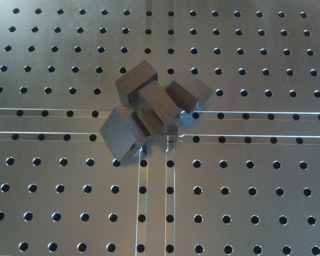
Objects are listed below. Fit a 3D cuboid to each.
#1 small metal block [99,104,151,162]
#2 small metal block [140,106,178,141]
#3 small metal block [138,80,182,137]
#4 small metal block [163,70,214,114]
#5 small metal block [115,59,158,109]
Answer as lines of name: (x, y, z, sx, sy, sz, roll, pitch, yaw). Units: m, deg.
small metal block: (-0.045, 0.007, 0.393, 0.025, 0.050, 0.050, -17, 66, -46)
small metal block: (-0.002, -0.010, 0.415, 0.050, 0.025, 0.050, 1, 70, -1)
small metal block: (-0.001, -0.023, 0.380, 0.025, 0.050, 0.050, -34, 74, -12)
small metal block: (0.037, -0.050, 0.416, 0.050, 0.025, 0.050, 41, 35, 13)
small metal block: (-0.030, -0.057, 0.419, 0.050, 0.050, 0.025, -39, 75, -13)
